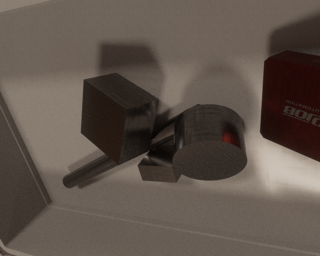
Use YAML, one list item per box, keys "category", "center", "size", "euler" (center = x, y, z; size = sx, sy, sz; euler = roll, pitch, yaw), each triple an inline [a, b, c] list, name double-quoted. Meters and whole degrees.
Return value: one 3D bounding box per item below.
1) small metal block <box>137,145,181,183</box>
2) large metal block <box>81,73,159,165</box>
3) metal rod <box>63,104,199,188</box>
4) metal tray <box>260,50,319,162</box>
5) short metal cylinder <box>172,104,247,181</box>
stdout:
- category: "small metal block"
  center: [0.006, 0.047, 0.417]
  size: [0.050, 0.050, 0.025]
  euler: [-2, 118, 28]
- category: "large metal block"
  center: [-0.054, -0.014, 0.393]
  size: [0.080, 0.050, 0.079]
  euler: [35, 129, 31]
- category: "metal rod"
  center: [-0.055, 0.039, 0.459]
  size: [0.299, 0.025, 0.025]
  euler: [-28, 103, 37]
- category: "metal tray"
  center: [0.154, -0.013, 0.277]
  size: [0.130, 0.030, 0.089]
  euler: [30, 135, 47]
- category: "short metal cylinder"
  center: [0.056, 0.018, 0.353]
  size: [0.080, 0.050, 0.080]
  euler: [3, 141, 2]
